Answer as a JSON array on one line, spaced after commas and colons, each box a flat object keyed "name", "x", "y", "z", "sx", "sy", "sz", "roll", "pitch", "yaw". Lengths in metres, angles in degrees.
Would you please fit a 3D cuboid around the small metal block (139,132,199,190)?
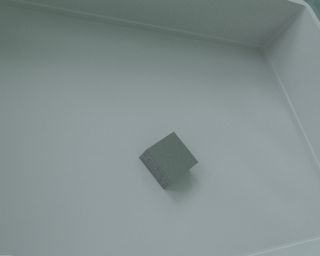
[{"name": "small metal block", "x": 0.011, "y": 0.040, "z": 0.389, "sx": 0.050, "sy": 0.025, "sz": 0.050, "roll": -32, "pitch": 80, "yaw": -38}]
